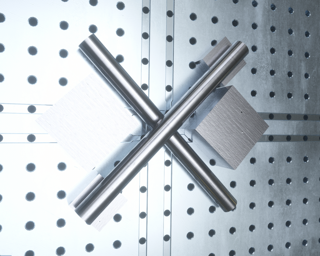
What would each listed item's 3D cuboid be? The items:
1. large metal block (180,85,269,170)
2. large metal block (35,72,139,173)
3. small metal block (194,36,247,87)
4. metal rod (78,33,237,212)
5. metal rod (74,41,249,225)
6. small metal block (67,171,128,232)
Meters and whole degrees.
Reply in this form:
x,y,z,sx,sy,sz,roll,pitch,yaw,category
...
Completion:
x,y,z,sx,sy,sz,roll,pitch,yaw,category
0.089,-0.001,0.432,0.080,0.050,0.080,45,76,-15,large metal block
-0.086,-0.006,0.368,0.080,0.050,0.080,-45,104,-14,large metal block
0.087,-0.093,0.445,0.050,0.025,0.050,-46,104,-14,small metal block
0.005,0.003,0.413,0.025,0.025,0.300,-45,104,-14,metal rod
0.012,-0.004,0.390,0.301,0.025,0.025,-47,105,-14,metal rod
-0.077,0.090,0.384,0.050,0.025,0.050,46,76,-14,small metal block
